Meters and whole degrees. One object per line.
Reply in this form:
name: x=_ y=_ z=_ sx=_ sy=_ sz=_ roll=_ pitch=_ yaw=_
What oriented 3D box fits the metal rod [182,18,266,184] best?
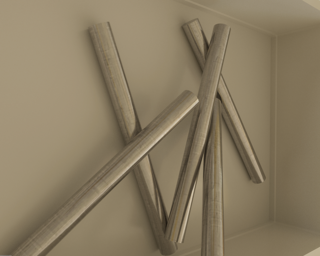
metal rod: x=0.110 y=-0.030 z=0.498 sx=0.025 sy=0.025 sz=0.299 roll=-43 pitch=116 yaw=-31

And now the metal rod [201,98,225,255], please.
metal rod: x=0.065 y=0.075 z=0.380 sx=0.025 sy=0.025 sz=0.300 roll=41 pitch=40 yaw=-32

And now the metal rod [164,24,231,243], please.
metal rod: x=0.053 y=-0.002 z=0.417 sx=0.025 sy=0.025 sz=0.299 roll=23 pitch=75 yaw=-38

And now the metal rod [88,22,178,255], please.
metal rod: x=-0.028 y=0.024 z=0.382 sx=0.025 sy=0.025 sz=0.298 roll=-26 pitch=107 yaw=-37

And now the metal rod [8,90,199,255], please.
metal rod: x=-0.061 y=0.058 z=0.332 sx=0.301 sy=0.025 sz=0.025 roll=-44 pitch=117 yaw=-23
